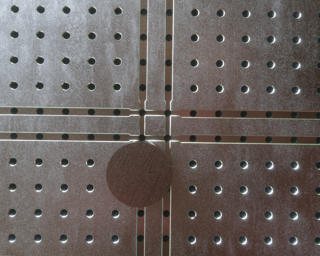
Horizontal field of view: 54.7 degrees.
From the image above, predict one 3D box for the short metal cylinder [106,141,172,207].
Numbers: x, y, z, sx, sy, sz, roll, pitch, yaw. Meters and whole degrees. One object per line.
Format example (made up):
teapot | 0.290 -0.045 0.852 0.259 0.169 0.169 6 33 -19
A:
short metal cylinder | -0.025 0.057 0.401 0.081 0.050 0.079 0 90 -1
